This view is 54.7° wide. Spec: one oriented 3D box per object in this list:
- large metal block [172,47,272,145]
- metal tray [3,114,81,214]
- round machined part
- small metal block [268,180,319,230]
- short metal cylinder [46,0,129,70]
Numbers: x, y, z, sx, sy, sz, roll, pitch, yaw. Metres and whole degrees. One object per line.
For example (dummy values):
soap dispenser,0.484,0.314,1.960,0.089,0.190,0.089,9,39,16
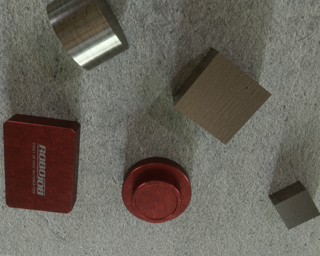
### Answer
large metal block,0.073,-0.040,0.382,0.080,0.050,0.080,36,106,-12
metal tray,-0.161,0.051,0.424,0.091,0.030,0.129,7,110,-3
round machined part,-0.005,0.094,0.435,0.099,0.042,0.097,0,110,0
small metal block,0.196,0.113,0.453,0.050,0.025,0.050,-31,108,10
short metal cylinder,-0.076,-0.111,0.339,0.050,0.080,0.080,-27,108,9
